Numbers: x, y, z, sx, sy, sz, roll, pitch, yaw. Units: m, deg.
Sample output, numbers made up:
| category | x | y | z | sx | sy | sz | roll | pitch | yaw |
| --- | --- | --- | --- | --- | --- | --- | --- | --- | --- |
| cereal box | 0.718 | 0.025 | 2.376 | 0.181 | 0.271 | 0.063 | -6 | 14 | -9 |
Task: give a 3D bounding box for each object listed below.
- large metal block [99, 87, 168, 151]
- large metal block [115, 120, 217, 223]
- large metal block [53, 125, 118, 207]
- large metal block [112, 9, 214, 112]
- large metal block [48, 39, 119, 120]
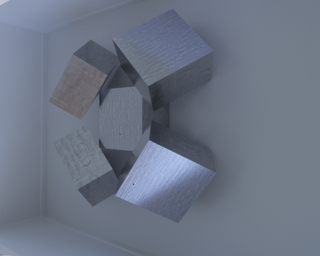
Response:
| category | x | y | z | sx | sy | sz | roll | pitch | yaw |
| --- | --- | --- | --- | --- | --- | --- | --- | --- | --- |
| large metal block | -0.036 | -0.012 | 0.417 | 0.080 | 0.050 | 0.080 | 1 | 91 | 40 |
| large metal block | 0.006 | 0.050 | 0.355 | 0.080 | 0.050 | 0.080 | 27 | 113 | -11 |
| large metal block | -0.102 | 0.056 | 0.446 | 0.080 | 0.050 | 0.080 | 53 | 165 | 26 |
| large metal block | 0.004 | -0.079 | 0.358 | 0.080 | 0.050 | 0.080 | -30 | 63 | -11 |
| large metal block | -0.106 | -0.071 | 0.446 | 0.050 | 0.080 | 0.080 | 31 | 117 | -11 |
